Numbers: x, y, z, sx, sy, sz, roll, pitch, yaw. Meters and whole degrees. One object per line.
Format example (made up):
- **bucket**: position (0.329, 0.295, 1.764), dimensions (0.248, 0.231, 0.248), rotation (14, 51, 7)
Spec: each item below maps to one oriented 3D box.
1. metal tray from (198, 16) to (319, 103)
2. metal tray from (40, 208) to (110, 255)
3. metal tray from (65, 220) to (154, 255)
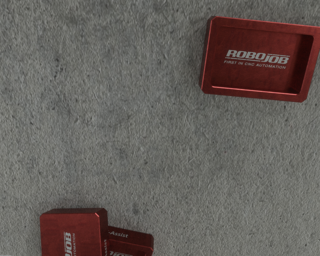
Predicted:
- **metal tray**: position (0.119, -0.083, 0.377), dimensions (0.131, 0.030, 0.089), rotation (5, 110, -2)
- **metal tray**: position (-0.119, 0.182, 0.440), dimensions (0.090, 0.030, 0.129), rotation (-4, 88, 12)
- **metal tray**: position (-0.083, 0.198, 0.478), dimensions (0.131, 0.030, 0.089), rotation (14, 110, -5)
